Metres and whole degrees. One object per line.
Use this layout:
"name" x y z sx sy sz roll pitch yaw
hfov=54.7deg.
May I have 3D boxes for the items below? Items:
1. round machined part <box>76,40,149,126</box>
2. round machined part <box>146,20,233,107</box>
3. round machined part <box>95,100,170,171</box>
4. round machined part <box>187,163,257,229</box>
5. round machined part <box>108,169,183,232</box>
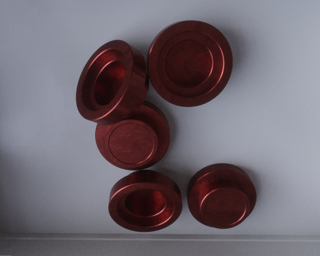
"round machined part" -0.051 -0.049 0.363 0.042 0.098 0.098 24 112 -46
"round machined part" 0.033 -0.077 0.370 0.099 0.042 0.097 -2 110 -6
"round machined part" -0.036 0.013 0.407 0.099 0.042 0.097 0 110 0
"round machined part" 0.089 0.103 0.441 0.099 0.042 0.097 0 110 0
"round machined part" -0.020 0.096 0.430 0.099 0.042 0.097 -2 124 -2
